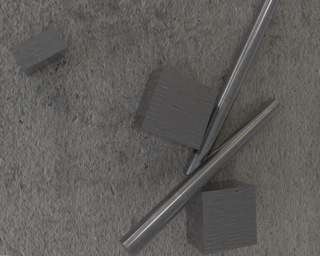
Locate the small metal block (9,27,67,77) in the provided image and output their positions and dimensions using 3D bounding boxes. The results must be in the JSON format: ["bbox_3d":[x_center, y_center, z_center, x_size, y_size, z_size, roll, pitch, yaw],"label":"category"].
[{"bbox_3d":[-0.135,-0.083,0.346,0.050,0.050,0.025,-34,102,-17],"label":"small metal block"}]

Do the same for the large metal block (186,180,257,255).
[{"bbox_3d":[0.083,0.119,0.427,0.081,0.050,0.080,-2,91,-20],"label":"large metal block"}]

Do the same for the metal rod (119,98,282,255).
[{"bbox_3d":[0.069,0.050,0.408,0.302,0.025,0.025,-39,103,-26],"label":"metal rod"}]

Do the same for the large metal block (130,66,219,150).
[{"bbox_3d":[0.018,-0.024,0.403,0.080,0.050,0.080,21,83,-19],"label":"large metal block"}]

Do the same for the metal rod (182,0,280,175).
[{"bbox_3d":[0.107,-0.066,0.448,0.025,0.025,0.299,29,80,-18],"label":"metal rod"}]
